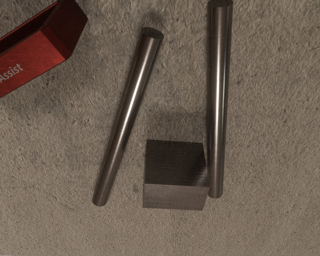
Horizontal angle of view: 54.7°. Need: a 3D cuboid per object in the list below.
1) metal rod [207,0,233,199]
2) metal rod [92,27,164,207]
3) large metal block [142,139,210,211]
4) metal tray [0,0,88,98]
[{"bbox_3d":[0.073,-0.010,0.399,0.025,0.025,0.298,-5,130,3],"label":"metal rod"},{"bbox_3d":[-0.053,0.009,0.414,0.025,0.025,0.298,13,129,-12],"label":"metal rod"},{"bbox_3d":[0.019,0.063,0.426,0.081,0.080,0.050,4,130,-4],"label":"large metal block"},{"bbox_3d":[-0.138,-0.072,0.301,0.130,0.090,0.030,-23,126,18],"label":"metal tray"}]
